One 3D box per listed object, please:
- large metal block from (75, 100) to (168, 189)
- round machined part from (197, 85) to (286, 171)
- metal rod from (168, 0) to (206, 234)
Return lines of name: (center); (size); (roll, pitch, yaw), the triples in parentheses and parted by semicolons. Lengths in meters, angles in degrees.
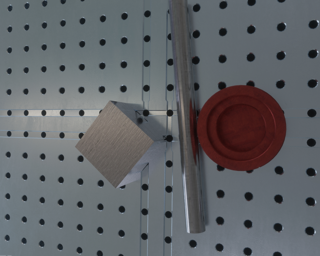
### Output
large metal block: (-0.052, 0.021, 0.417); (0.080, 0.050, 0.080); (42, 103, 15)
round machined part: (0.097, 0.000, 0.369); (0.098, 0.042, 0.097); (0, 90, 19)
metal rod: (0.035, -0.018, 0.400); (0.025, 0.025, 0.298); (-5, 88, 20)
